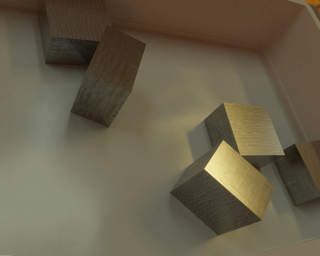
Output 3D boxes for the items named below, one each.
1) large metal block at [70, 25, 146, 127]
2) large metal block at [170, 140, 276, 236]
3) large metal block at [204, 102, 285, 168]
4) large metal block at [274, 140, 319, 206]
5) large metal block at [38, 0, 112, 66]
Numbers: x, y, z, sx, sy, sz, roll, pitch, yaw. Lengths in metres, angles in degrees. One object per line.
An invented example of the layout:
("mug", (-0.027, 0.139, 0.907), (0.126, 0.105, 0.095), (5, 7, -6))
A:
("large metal block", (-0.063, -0.061, 0.375), (0.050, 0.080, 0.080), (23, 53, -15))
("large metal block", (0.072, 0.073, 0.366), (0.080, 0.080, 0.050), (42, 51, 0))
("large metal block", (0.120, 0.013, 0.449), (0.081, 0.050, 0.080), (3, 61, -27))
("large metal block", (0.233, 0.067, 0.477), (0.081, 0.050, 0.080), (-5, 64, -31))
("large metal block", (-0.112, -0.130, 0.410), (0.081, 0.050, 0.080), (-3, 63, -30))
